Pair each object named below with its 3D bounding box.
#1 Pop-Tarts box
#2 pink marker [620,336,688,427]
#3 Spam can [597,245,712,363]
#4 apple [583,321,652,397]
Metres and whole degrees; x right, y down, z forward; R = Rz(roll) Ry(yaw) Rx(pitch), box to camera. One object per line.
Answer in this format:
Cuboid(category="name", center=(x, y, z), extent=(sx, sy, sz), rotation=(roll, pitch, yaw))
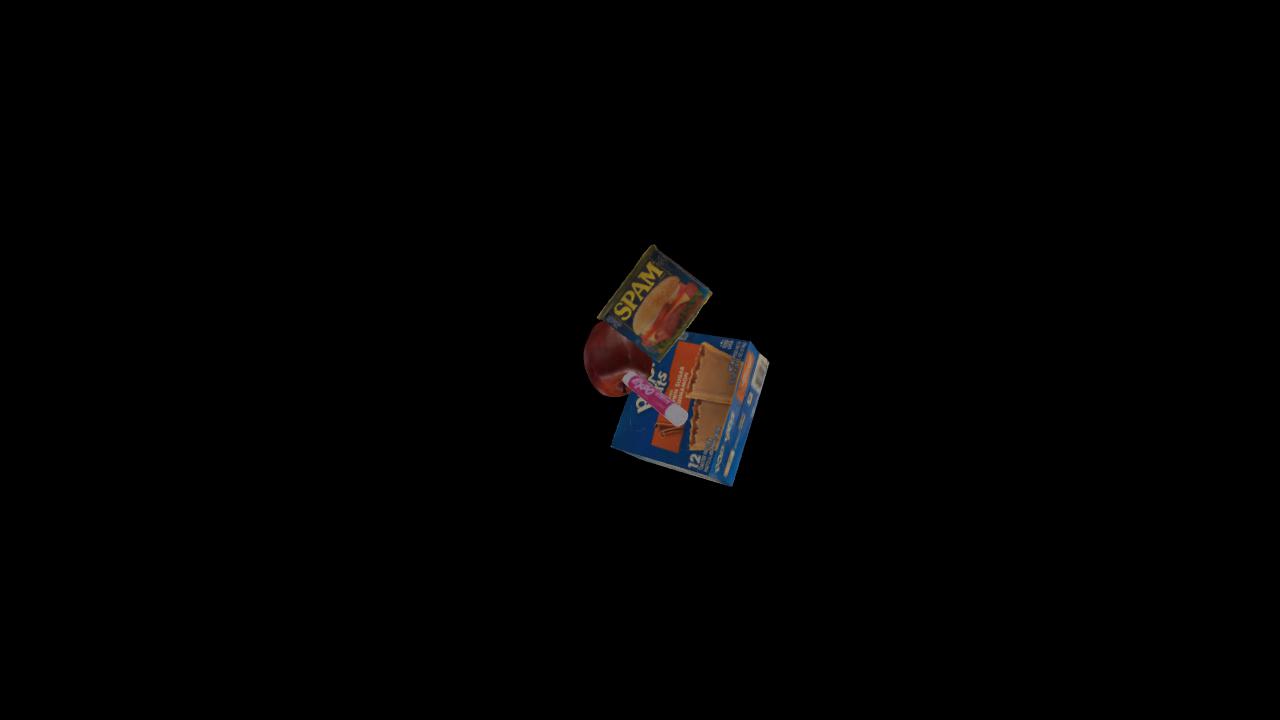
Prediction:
Cuboid(category="Pop-Tarts box", center=(0.064, 0.055, 0.768), extent=(0.141, 0.167, 0.083), rotation=(11, -15, 33))
Cuboid(category="pink marker", center=(0.005, 0.032, 0.648), extent=(0.020, 0.020, 0.121), rotation=(0, 26, -41))
Cuboid(category="Spam can", center=(0.017, -0.061, 0.676), extent=(0.085, 0.101, 0.058), rotation=(38, 14, -2))
Cuboid(category="apple", center=(-0.027, -0.002, 0.701), extent=(0.079, 0.093, 0.079), rotation=(-10, -31, -6))
